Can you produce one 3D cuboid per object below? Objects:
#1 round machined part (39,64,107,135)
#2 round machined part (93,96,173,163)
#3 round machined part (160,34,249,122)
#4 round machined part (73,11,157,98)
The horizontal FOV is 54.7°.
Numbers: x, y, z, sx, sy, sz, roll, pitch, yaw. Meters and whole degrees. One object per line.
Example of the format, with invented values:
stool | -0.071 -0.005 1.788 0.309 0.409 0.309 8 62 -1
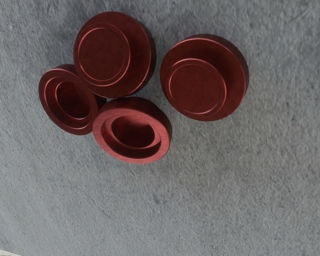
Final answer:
round machined part | -0.114 -0.042 0.428 0.098 0.042 0.097 13 124 20
round machined part | -0.032 -0.002 0.399 0.099 0.042 0.097 7 134 7
round machined part | 0.044 -0.050 0.341 0.098 0.042 0.097 13 124 20
round machined part | -0.057 -0.082 0.353 0.098 0.042 0.097 3 100 18
